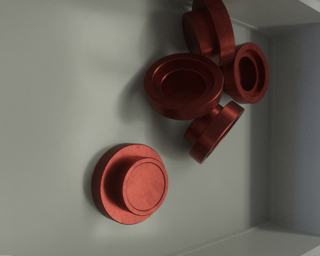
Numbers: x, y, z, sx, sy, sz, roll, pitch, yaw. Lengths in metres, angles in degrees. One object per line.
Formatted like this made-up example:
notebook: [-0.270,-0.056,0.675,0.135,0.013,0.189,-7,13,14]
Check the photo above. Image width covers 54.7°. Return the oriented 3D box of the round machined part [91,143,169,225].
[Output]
round machined part: [-0.028,0.068,0.374,0.099,0.042,0.097,0,90,-40]

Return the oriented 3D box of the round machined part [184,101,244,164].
round machined part: [0.071,0.000,0.434,0.042,0.097,0.098,39,58,13]

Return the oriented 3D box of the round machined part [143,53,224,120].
round machined part: [0.030,-0.048,0.399,0.098,0.098,0.042,-53,156,-27]

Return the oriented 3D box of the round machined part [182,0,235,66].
round machined part: [0.061,-0.129,0.424,0.042,0.098,0.097,-19,105,-4]

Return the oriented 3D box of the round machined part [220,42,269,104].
round machined part: [0.135,-0.088,0.511,0.099,0.042,0.097,0,90,-40]
